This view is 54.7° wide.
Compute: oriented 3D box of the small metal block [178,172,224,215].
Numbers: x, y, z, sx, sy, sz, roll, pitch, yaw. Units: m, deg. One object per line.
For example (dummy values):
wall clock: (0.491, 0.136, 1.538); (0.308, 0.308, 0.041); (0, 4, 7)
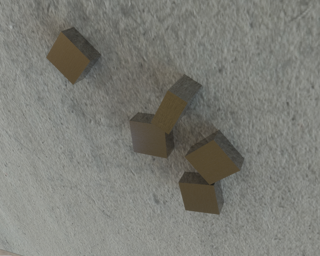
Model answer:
small metal block: (0.058, 0.090, 0.431); (0.050, 0.025, 0.050); (0, 119, 28)

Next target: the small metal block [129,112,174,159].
small metal block: (-0.010, 0.009, 0.417); (0.050, 0.025, 0.050); (9, 122, 23)

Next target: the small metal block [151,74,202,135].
small metal block: (0.020, -0.028, 0.362); (0.025, 0.050, 0.050); (34, 129, 6)

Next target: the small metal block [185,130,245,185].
small metal block: (0.069, 0.038, 0.393); (0.050, 0.025, 0.050); (48, 128, -7)

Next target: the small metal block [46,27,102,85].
small metal block: (-0.114, -0.094, 0.407); (0.050, 0.025, 0.050); (46, 129, -5)
